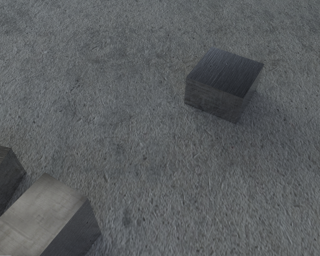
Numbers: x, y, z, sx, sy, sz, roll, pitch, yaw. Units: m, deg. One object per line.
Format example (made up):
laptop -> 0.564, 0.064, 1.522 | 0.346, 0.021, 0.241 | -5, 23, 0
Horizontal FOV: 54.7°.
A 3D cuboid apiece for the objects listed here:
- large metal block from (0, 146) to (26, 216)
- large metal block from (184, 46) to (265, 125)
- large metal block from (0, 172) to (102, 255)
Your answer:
large metal block -> -0.209, 0.061, 0.334 | 0.080, 0.050, 0.080 | 9, 51, 7
large metal block -> 0.090, -0.062, 0.440 | 0.080, 0.050, 0.080 | 25, 54, 19
large metal block -> -0.104, 0.102, 0.281 | 0.050, 0.080, 0.080 | 25, 54, 19
